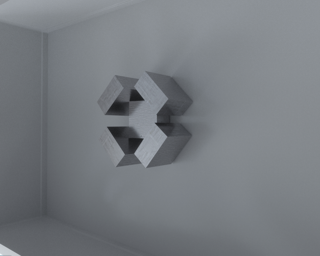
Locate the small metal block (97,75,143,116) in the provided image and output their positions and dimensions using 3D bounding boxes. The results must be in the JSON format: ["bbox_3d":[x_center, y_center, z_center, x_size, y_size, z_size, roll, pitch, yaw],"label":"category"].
[{"bbox_3d":[-0.050,-0.043,0.429,0.050,0.050,0.025,-50,60,29],"label":"small metal block"}]

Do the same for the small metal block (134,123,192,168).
[{"bbox_3d":[0.004,0.021,0.384,0.025,0.050,0.050,47,117,28],"label":"small metal block"}]

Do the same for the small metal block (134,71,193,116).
[{"bbox_3d":[0.005,-0.042,0.384,0.025,0.050,0.050,-52,61,27],"label":"small metal block"}]

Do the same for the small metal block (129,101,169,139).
[{"bbox_3d":[-0.015,-0.011,0.417,0.050,0.025,0.050,1,91,40],"label":"small metal block"}]

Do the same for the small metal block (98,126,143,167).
[{"bbox_3d":[-0.048,0.024,0.428,0.050,0.050,0.025,53,122,27],"label":"small metal block"}]
